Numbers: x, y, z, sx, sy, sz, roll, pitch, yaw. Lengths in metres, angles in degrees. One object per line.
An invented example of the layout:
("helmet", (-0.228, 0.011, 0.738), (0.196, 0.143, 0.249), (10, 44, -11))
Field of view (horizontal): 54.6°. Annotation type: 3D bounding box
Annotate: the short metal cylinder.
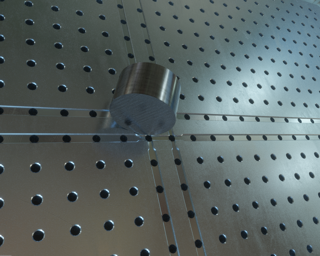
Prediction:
("short metal cylinder", (-0.017, -0.035, 0.384), (0.080, 0.080, 0.050), (22, 54, -15))
